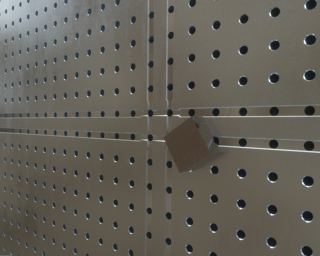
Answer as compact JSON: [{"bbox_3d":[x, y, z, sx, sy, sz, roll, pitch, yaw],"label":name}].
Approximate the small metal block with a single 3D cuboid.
[{"bbox_3d":[0.038,0.020,0.379,0.050,0.025,0.050,-38,67,33],"label":"small metal block"}]
